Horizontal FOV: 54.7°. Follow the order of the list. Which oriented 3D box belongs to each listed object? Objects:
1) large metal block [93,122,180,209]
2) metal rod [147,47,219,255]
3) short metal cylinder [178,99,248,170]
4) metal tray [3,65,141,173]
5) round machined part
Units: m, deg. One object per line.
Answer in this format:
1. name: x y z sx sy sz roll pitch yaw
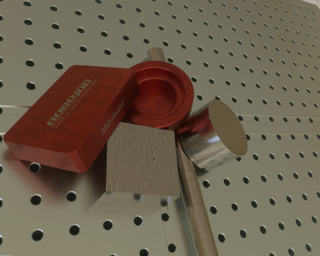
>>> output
1. large metal block: -0.028 0.044 0.350 0.081 0.050 0.080 10 58 -23
2. metal rod: 0.023 0.016 0.411 0.025 0.025 0.299 1 61 -28
3. short metal cylinder: 0.070 0.009 0.407 0.080 0.050 0.080 31 43 -33
4. metal tray: -0.089 -0.018 0.336 0.090 0.030 0.130 8 48 23
5. round machined part: -0.007 -0.035 0.398 0.099 0.042 0.098 0 64 0
